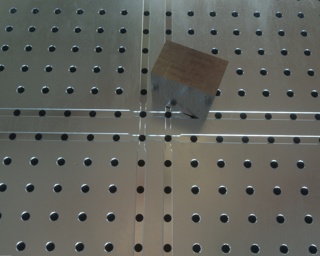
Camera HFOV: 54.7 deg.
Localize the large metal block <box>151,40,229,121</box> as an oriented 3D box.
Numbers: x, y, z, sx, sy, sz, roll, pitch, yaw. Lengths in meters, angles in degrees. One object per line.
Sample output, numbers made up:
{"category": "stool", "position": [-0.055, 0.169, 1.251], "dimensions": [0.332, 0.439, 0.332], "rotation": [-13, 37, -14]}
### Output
{"category": "large metal block", "position": [0.036, -0.059, 0.405], "dimensions": [0.080, 0.080, 0.050], "rotation": [21, 72, 7]}
